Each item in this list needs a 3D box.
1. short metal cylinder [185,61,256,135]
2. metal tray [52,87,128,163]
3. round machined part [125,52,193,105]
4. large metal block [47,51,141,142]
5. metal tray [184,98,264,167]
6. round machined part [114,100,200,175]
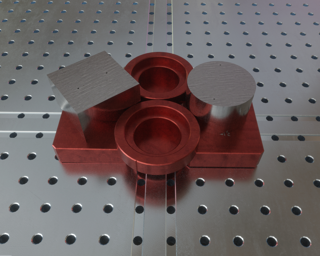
[{"bbox_3d":[0.072,-0.038,0.384,0.081,0.050,0.080,0,50,0],"label":"short metal cylinder"},{"bbox_3d":[-0.082,-0.015,0.416,0.091,0.030,0.130,1,50,-1],"label":"metal tray"},{"bbox_3d":[-0.001,-0.061,0.435,0.099,0.042,0.098,0,50,0],"label":"round machined part"},{"bbox_3d":[-0.080,-0.042,0.387,0.081,0.050,0.080,-30,56,-23],"label":"large metal block"},{"bbox_3d":[0.078,-0.011,0.411,0.091,0.030,0.130,1,50,0],"label":"metal tray"},{"bbox_3d":[-0.003,0.015,0.372,0.099,0.042,0.098,0,50,0],"label":"round machined part"}]
